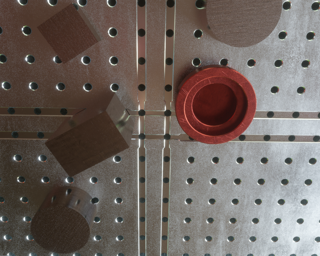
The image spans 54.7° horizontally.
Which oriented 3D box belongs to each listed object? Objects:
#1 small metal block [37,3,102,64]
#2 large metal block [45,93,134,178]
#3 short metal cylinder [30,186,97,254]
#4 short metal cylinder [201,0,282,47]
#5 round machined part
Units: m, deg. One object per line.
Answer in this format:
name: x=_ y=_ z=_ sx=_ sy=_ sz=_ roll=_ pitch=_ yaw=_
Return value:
small metal block: x=-0.107 y=-0.113 z=0.370 sx=0.050 sy=0.025 sz=0.050 roll=-30 pitch=108 yaw=10
large metal block: x=-0.082 y=0.006 z=0.385 sx=0.080 sy=0.080 sz=0.050 roll=-27 pitch=108 yaw=9
short metal cylinder: x=-0.136 y=0.132 z=0.447 sx=0.081 sy=0.050 sz=0.079 roll=0 pitch=110 yaw=-1
short metal cylinder: x=0.089 y=-0.135 z=0.352 sx=0.081 sy=0.050 sz=0.079 roll=0 pitch=110 yaw=-1
round machined part: x=0.068 y=-0.032 z=0.394 sx=0.099 sy=0.042 sz=0.097 roll=0 pitch=110 yaw=-1
